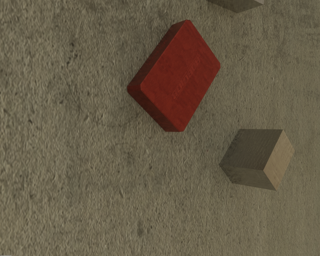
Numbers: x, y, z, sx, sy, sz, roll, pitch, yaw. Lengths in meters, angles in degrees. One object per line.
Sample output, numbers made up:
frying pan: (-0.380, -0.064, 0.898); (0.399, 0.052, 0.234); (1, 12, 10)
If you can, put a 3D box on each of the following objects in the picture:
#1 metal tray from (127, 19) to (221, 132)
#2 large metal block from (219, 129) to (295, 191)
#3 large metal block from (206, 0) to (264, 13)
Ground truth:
metal tray: (0.024, -0.070, 0.421); (0.090, 0.030, 0.130); (46, 62, -30)
large metal block: (0.156, 0.048, 0.499); (0.050, 0.080, 0.080); (51, 60, -28)
large metal block: (0.119, -0.237, 0.487); (0.081, 0.050, 0.080); (1, 90, -40)
